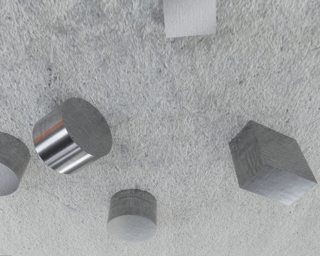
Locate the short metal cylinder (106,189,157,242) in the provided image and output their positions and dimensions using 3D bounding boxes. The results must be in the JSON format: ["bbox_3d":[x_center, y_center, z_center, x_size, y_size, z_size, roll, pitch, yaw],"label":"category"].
[{"bbox_3d":[-0.045,0.146,0.515,0.081,0.050,0.079,0,130,0],"label":"short metal cylinder"}]

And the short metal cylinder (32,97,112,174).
[{"bbox_3d":[-0.105,0.010,0.378,0.050,0.080,0.080,-30,124,23],"label":"short metal cylinder"}]

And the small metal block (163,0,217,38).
[{"bbox_3d":[0.029,-0.120,0.305,0.050,0.025,0.050,-4,130,3],"label":"small metal block"}]

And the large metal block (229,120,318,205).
[{"bbox_3d":[0.146,0.045,0.411,0.080,0.080,0.050,21,127,-17],"label":"large metal block"}]

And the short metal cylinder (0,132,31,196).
[{"bbox_3d":[-0.230,0.050,0.431,0.081,0.050,0.079,0,130,0],"label":"short metal cylinder"}]
